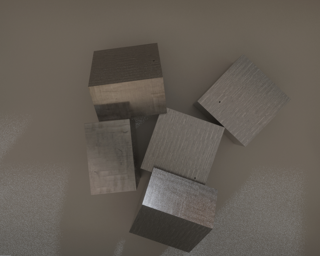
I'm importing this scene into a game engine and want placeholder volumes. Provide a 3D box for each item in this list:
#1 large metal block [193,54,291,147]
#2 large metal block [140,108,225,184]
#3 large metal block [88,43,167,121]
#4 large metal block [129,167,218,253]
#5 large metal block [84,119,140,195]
[{"bbox_3d":[0.102,-0.034,0.399,0.080,0.050,0.080,44,90,-1],"label":"large metal block"},{"bbox_3d":[0.028,0.024,0.399,0.080,0.050,0.080,19,90,-1],"label":"large metal block"},{"bbox_3d":[-0.037,-0.057,0.376,0.081,0.080,0.050,-7,132,0],"label":"large metal block"},{"bbox_3d":[0.015,0.102,0.376,0.080,0.079,0.050,20,48,-2],"label":"large metal block"},{"bbox_3d":[-0.055,0.032,0.382,0.050,0.080,0.079,-6,90,0],"label":"large metal block"}]
